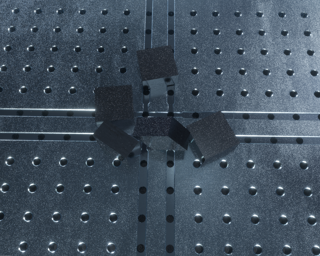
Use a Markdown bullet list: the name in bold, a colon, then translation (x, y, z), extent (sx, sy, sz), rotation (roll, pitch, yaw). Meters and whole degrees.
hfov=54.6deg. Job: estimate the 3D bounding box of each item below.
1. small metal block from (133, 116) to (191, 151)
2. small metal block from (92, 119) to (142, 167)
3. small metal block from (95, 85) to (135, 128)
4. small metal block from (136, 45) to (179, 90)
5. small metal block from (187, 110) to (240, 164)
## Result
- **small metal block**: translation (0.003, 0.008, 0.386), extent (0.050, 0.050, 0.025), rotation (-1, 67, 32)
- **small metal block**: translation (-0.052, 0.021, 0.391), extent (0.050, 0.050, 0.025), rotation (33, 74, 11)
- **small metal block**: translation (-0.061, -0.029, 0.422), extent (0.050, 0.025, 0.050), rotation (-5, 70, -2)
- **small metal block**: translation (-0.004, -0.087, 0.444), extent (0.050, 0.025, 0.050), rotation (-11, 70, -4)
- **small metal block**: translation (0.068, 0.012, 0.408), extent (0.050, 0.025, 0.050), rotation (-24, 72, -9)
